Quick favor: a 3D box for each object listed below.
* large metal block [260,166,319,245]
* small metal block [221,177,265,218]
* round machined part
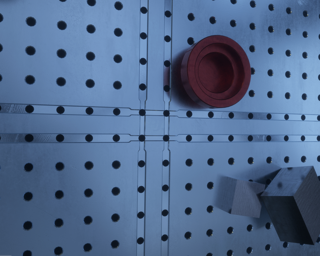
[{"bbox_3d":[0.205,0.113,0.463,0.081,0.050,0.080,-34,102,-40],"label":"large metal block"},{"bbox_3d":[0.124,0.103,0.460,0.050,0.025,0.050,13,86,-20],"label":"small metal block"},{"bbox_3d":[0.073,-0.076,0.432,0.099,0.042,0.097,0,90,-21],"label":"round machined part"}]
